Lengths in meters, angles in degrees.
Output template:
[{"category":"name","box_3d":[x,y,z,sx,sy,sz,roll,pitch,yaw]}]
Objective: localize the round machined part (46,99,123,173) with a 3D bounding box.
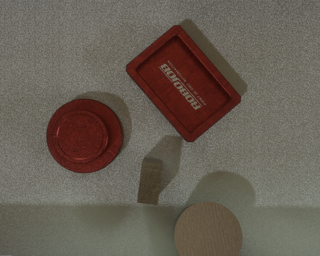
[{"category":"round machined part","box_3d":[-0.099,0.011,0.402,0.099,0.042,0.097,0,90,-1]}]

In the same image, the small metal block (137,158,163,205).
[{"category":"small metal block","box_3d":[-0.012,0.067,0.399,0.025,0.050,0.050,7,90,0]}]

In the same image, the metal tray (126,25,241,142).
[{"category":"metal tray","box_3d":[0.030,-0.057,0.409,0.090,0.030,0.130,-41,91,0]}]

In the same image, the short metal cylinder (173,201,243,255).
[{"category":"short metal cylinder","box_3d":[0.058,0.134,0.390,0.081,0.050,0.080,0,75,1]}]
